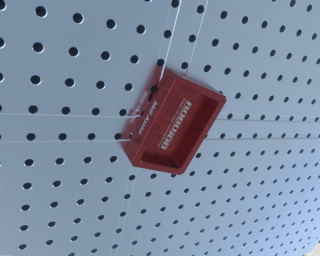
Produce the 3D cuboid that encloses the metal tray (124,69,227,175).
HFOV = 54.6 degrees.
[{"bbox_3d":[0.020,-0.003,0.416,0.091,0.030,0.129,16,110,-35],"label":"metal tray"}]
